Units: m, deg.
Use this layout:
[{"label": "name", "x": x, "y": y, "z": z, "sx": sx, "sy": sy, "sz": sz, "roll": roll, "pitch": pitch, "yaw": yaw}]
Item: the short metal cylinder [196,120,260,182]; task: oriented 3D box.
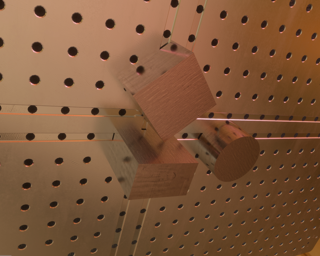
[{"label": "short metal cylinder", "x": 0.103, "y": 0.035, "z": 0.473, "sx": 0.081, "sy": 0.050, "sz": 0.079, "roll": -14, "pitch": 124, "yaw": -21}]

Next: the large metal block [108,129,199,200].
[{"label": "large metal block", "x": -0.012, "y": 0.043, "z": 0.396, "sx": 0.081, "sy": 0.080, "sz": 0.050, "roll": 3, "pitch": 117, "yaw": -30}]

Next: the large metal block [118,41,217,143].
[{"label": "large metal block", "x": 0.010, "y": -0.043, "z": 0.373, "sx": 0.080, "sy": 0.050, "sz": 0.080, "roll": -36, "pitch": 129, "yaw": -4}]
